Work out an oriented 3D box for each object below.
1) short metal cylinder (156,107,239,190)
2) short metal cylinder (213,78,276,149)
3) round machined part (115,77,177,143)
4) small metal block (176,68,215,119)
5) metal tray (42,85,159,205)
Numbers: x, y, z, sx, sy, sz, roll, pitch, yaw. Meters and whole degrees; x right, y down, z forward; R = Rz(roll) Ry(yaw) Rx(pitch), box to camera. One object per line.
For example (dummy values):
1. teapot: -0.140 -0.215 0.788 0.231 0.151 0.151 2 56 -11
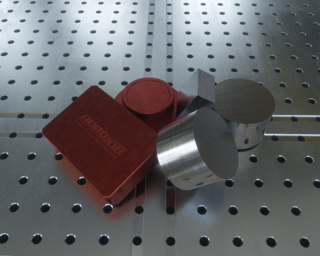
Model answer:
1. short metal cylinder: 0.042 0.023 0.339 0.050 0.080 0.080 -26 38 37
2. short metal cylinder: 0.102 -0.019 0.404 0.081 0.050 0.080 0 50 0
3. round machined part: -0.015 -0.031 0.417 0.099 0.042 0.098 0 50 0
4. small metal block: 0.045 -0.039 0.395 0.025 0.050 0.050 23 47 -18
5. metal tray: -0.067 0.015 0.371 0.130 0.030 0.090 38 74 27
